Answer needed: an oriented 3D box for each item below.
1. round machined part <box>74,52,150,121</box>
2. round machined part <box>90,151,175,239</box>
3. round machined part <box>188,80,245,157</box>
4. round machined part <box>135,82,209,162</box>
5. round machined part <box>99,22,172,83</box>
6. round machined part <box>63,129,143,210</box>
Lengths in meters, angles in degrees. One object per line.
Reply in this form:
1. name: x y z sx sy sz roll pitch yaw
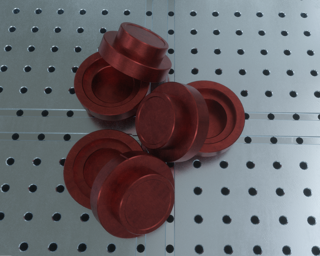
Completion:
1. round machined part: -0.062 -0.055 0.421 0.099 0.042 0.098 0 70 0
2. round machined part: -0.023 0.077 0.344 0.099 0.042 0.097 -9 106 -32
3. round machined part: 0.057 -0.010 0.406 0.099 0.042 0.098 0 70 0
4. round machined part: 0.007 -0.008 0.373 0.042 0.098 0.098 5 63 -44
5. round machined part: -0.027 -0.105 0.412 0.098 0.042 0.098 22 30 -13
6. round machined part: -0.064 0.054 0.382 0.099 0.042 0.098 0 70 0
